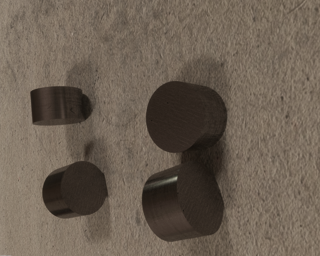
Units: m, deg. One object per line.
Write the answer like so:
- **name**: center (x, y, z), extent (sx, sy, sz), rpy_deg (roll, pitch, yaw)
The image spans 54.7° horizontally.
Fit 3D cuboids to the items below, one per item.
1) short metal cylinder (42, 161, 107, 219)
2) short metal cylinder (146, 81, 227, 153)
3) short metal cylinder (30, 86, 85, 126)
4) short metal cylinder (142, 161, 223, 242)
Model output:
- **short metal cylinder**: center (-0.129, 0.095, 0.473), extent (0.050, 0.081, 0.080), rpy_deg (-21, 77, 38)
- **short metal cylinder**: center (0.030, -0.012, 0.362), extent (0.080, 0.050, 0.079), rpy_deg (0, 90, 39)
- **short metal cylinder**: center (-0.165, -0.034, 0.503), extent (0.080, 0.081, 0.050), rpy_deg (-10, 84, 39)
- **short metal cylinder**: center (0.026, 0.082, 0.346), extent (0.050, 0.081, 0.080), rpy_deg (-26, 74, 37)
